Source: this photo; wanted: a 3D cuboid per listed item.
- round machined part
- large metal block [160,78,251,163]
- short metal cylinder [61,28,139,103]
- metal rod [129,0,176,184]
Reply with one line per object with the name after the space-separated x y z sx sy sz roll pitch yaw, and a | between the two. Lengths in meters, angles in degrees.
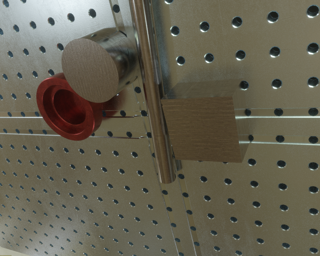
-0.124 -0.034 0.445 0.098 0.042 0.097 13 124 21 | round machined part
0.056 -0.008 0.360 0.080 0.050 0.080 0 118 28 | large metal block
-0.073 -0.078 0.385 0.080 0.050 0.079 13 124 21 | short metal cylinder
-0.009 -0.057 0.380 0.025 0.025 0.298 6 121 25 | metal rod
